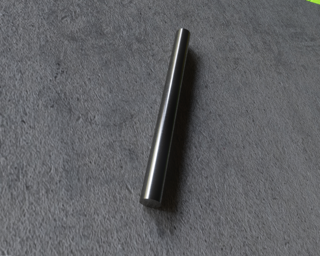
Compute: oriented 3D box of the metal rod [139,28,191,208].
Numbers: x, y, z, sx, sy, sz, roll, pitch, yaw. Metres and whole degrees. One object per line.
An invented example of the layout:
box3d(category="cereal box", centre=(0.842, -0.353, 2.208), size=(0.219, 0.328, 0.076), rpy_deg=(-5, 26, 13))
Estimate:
box3d(category="metal rod", centre=(0.014, -0.036, 0.432), size=(0.025, 0.025, 0.300), rpy_deg=(22, 53, -15))
